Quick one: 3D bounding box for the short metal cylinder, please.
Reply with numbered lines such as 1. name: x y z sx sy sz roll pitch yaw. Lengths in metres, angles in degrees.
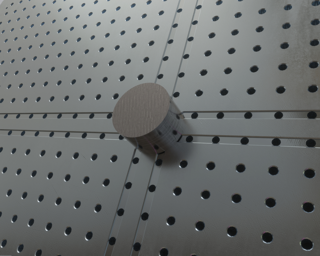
1. short metal cylinder: -0.015 -0.012 0.406 0.080 0.050 0.080 -13 56 20
